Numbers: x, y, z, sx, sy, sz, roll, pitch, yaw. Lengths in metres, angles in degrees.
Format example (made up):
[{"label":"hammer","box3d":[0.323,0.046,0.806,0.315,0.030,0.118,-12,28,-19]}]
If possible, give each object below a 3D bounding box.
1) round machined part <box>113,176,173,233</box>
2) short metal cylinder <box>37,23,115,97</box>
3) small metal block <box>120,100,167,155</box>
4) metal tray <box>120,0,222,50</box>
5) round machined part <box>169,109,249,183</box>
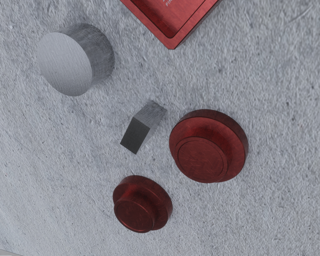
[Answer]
[{"label":"round machined part","box3d":[-0.033,0.127,0.490,0.098,0.042,0.097,13,124,20]},{"label":"short metal cylinder","box3d":[-0.105,-0.086,0.391,0.080,0.050,0.079,13,124,20]},{"label":"small metal block","box3d":[-0.021,-0.002,0.399,0.025,0.050,0.050,34,129,5]},{"label":"metal tray","box3d":[0.024,-0.152,0.296,0.090,0.030,0.129,45,129,-4]},{"label":"round machined part","box3d":[0.056,0.029,0.384,0.098,0.042,0.097,13,124,20]}]
